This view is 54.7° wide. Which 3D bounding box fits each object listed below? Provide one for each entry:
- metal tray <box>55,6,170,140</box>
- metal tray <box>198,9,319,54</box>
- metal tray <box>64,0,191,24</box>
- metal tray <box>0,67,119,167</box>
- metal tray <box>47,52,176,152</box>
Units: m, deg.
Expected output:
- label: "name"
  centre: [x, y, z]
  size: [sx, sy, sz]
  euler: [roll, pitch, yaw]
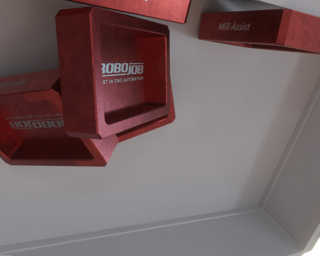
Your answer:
- label: "metal tray"
  centre: [-0.030, -0.048, 0.269]
  size: [0.131, 0.030, 0.089]
  euler: [-25, 116, -63]
- label: "metal tray"
  centre: [0.115, -0.103, 0.337]
  size: [0.091, 0.130, 0.030]
  euler: [0, 106, -29]
- label: "metal tray"
  centre: [-0.049, -0.122, 0.263]
  size: [0.131, 0.090, 0.030]
  euler: [1, 116, -29]
- label: "metal tray"
  centre: [-0.115, -0.004, 0.287]
  size: [0.130, 0.030, 0.090]
  euler: [-3, 134, 25]
- label: "metal tray"
  centre: [-0.050, -0.029, 0.359]
  size: [0.131, 0.030, 0.089]
  euler: [-21, 127, -16]
